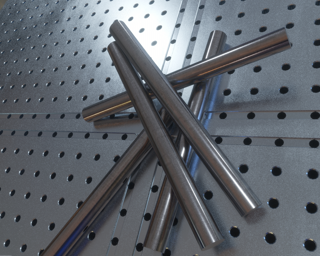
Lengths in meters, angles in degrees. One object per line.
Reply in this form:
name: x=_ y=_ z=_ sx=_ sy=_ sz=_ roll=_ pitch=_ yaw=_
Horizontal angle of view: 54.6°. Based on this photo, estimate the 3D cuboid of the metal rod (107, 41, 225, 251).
metal rod: x=-0.007 y=-0.003 z=0.373 sx=0.025 sy=0.025 sz=0.299 roll=-32 pitch=58 yaw=8

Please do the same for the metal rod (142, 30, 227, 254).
metal rod: x=0.038 y=0.000 z=0.389 sx=0.025 sy=0.025 sz=0.300 roll=5 pitch=64 yaw=31

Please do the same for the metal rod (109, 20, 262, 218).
metal rod: x=0.016 y=-0.029 z=0.374 sx=0.025 sy=0.025 sz=0.299 roll=-36 pitch=65 yaw=4

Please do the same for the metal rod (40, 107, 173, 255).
metal rod: x=-0.077 y=0.090 z=0.394 sx=0.025 sy=0.025 sz=0.300 roll=32 pitch=80 yaw=38

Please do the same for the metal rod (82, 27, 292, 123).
metal rod: x=0.015 y=-0.060 z=0.411 sx=0.300 sy=0.025 sz=0.025 roll=-17 pitch=54 yaw=28
